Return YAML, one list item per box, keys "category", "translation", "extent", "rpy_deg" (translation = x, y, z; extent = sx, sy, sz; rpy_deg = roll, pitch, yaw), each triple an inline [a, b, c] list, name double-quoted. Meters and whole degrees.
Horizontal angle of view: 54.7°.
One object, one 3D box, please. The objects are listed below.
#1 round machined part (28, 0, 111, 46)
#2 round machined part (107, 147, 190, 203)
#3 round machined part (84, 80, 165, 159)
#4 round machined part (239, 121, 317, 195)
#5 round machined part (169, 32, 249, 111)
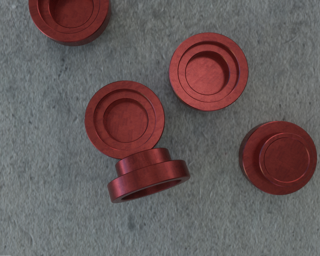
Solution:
- category: "round machined part"
  translation: [-0.112, -0.154, 0.400]
  extent: [0.099, 0.042, 0.097]
  rpy_deg: [0, 90, -1]
- category: "round machined part"
  translation: [-0.016, 0.055, 0.376]
  extent: [0.099, 0.098, 0.042]
  rpy_deg: [-18, 73, 0]
- category: "round machined part"
  translation: [-0.043, -0.009, 0.398]
  extent: [0.099, 0.042, 0.097]
  rpy_deg: [0, 85, 0]
- category: "round machined part"
  translation: [0.157, 0.039, 0.404]
  extent: [0.099, 0.042, 0.097]
  rpy_deg: [0, 90, -1]
- category: "round machined part"
  translation: [0.060, -0.070, 0.402]
  extent: [0.099, 0.042, 0.097]
  rpy_deg: [0, 90, -1]
